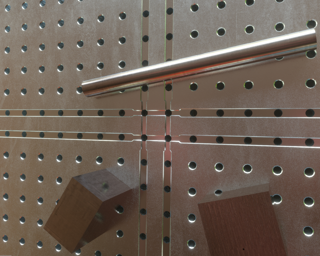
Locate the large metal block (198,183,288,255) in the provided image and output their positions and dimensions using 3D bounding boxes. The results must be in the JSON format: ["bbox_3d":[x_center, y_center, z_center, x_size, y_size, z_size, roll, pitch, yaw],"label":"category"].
[{"bbox_3d":[0.098,0.116,0.364,0.080,0.050,0.080,-16,85,19],"label":"large metal block"}]

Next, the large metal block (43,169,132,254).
[{"bbox_3d":[-0.094,0.106,0.415,0.050,0.080,0.080,34,101,16],"label":"large metal block"}]

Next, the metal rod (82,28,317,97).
[{"bbox_3d":[0.035,-0.079,0.399,0.301,0.025,0.025,-9,87,19],"label":"metal rod"}]
